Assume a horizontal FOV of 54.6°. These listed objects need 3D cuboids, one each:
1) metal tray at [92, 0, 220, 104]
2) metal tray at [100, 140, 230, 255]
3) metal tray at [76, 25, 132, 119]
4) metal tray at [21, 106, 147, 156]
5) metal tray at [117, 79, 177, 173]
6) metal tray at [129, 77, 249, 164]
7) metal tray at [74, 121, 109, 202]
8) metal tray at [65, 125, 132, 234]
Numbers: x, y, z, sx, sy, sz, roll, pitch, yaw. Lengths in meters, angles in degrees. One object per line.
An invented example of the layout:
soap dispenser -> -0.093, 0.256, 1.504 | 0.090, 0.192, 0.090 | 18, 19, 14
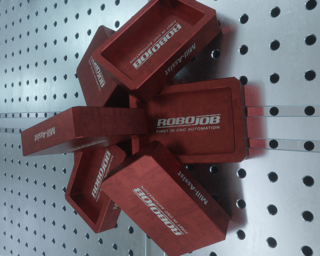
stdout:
metal tray -> -0.006, -0.101, 0.368 | 0.130, 0.030, 0.090 | -45, 57, -7
metal tray -> 0.005, 0.086, 0.359 | 0.090, 0.030, 0.130 | -36, 101, 35
metal tray -> -0.079, -0.078, 0.451 | 0.090, 0.030, 0.130 | -53, 44, 27
metal tray -> -0.090, 0.006, 0.358 | 0.130, 0.091, 0.030 | -16, 80, 43
metal tray -> -0.023, 0.000, 0.426 | 0.090, 0.030, 0.129 | -6, 84, 38
metal tray -> 0.031, -0.005, 0.358 | 0.130, 0.030, 0.090 | -4, 87, 22
metal tray -> -0.096, 0.052, 0.487 | 0.090, 0.030, 0.129 | -5, 86, 39
metal tray -> -0.084, 0.068, 0.437 | 0.090, 0.030, 0.129 | 33, 111, 35
